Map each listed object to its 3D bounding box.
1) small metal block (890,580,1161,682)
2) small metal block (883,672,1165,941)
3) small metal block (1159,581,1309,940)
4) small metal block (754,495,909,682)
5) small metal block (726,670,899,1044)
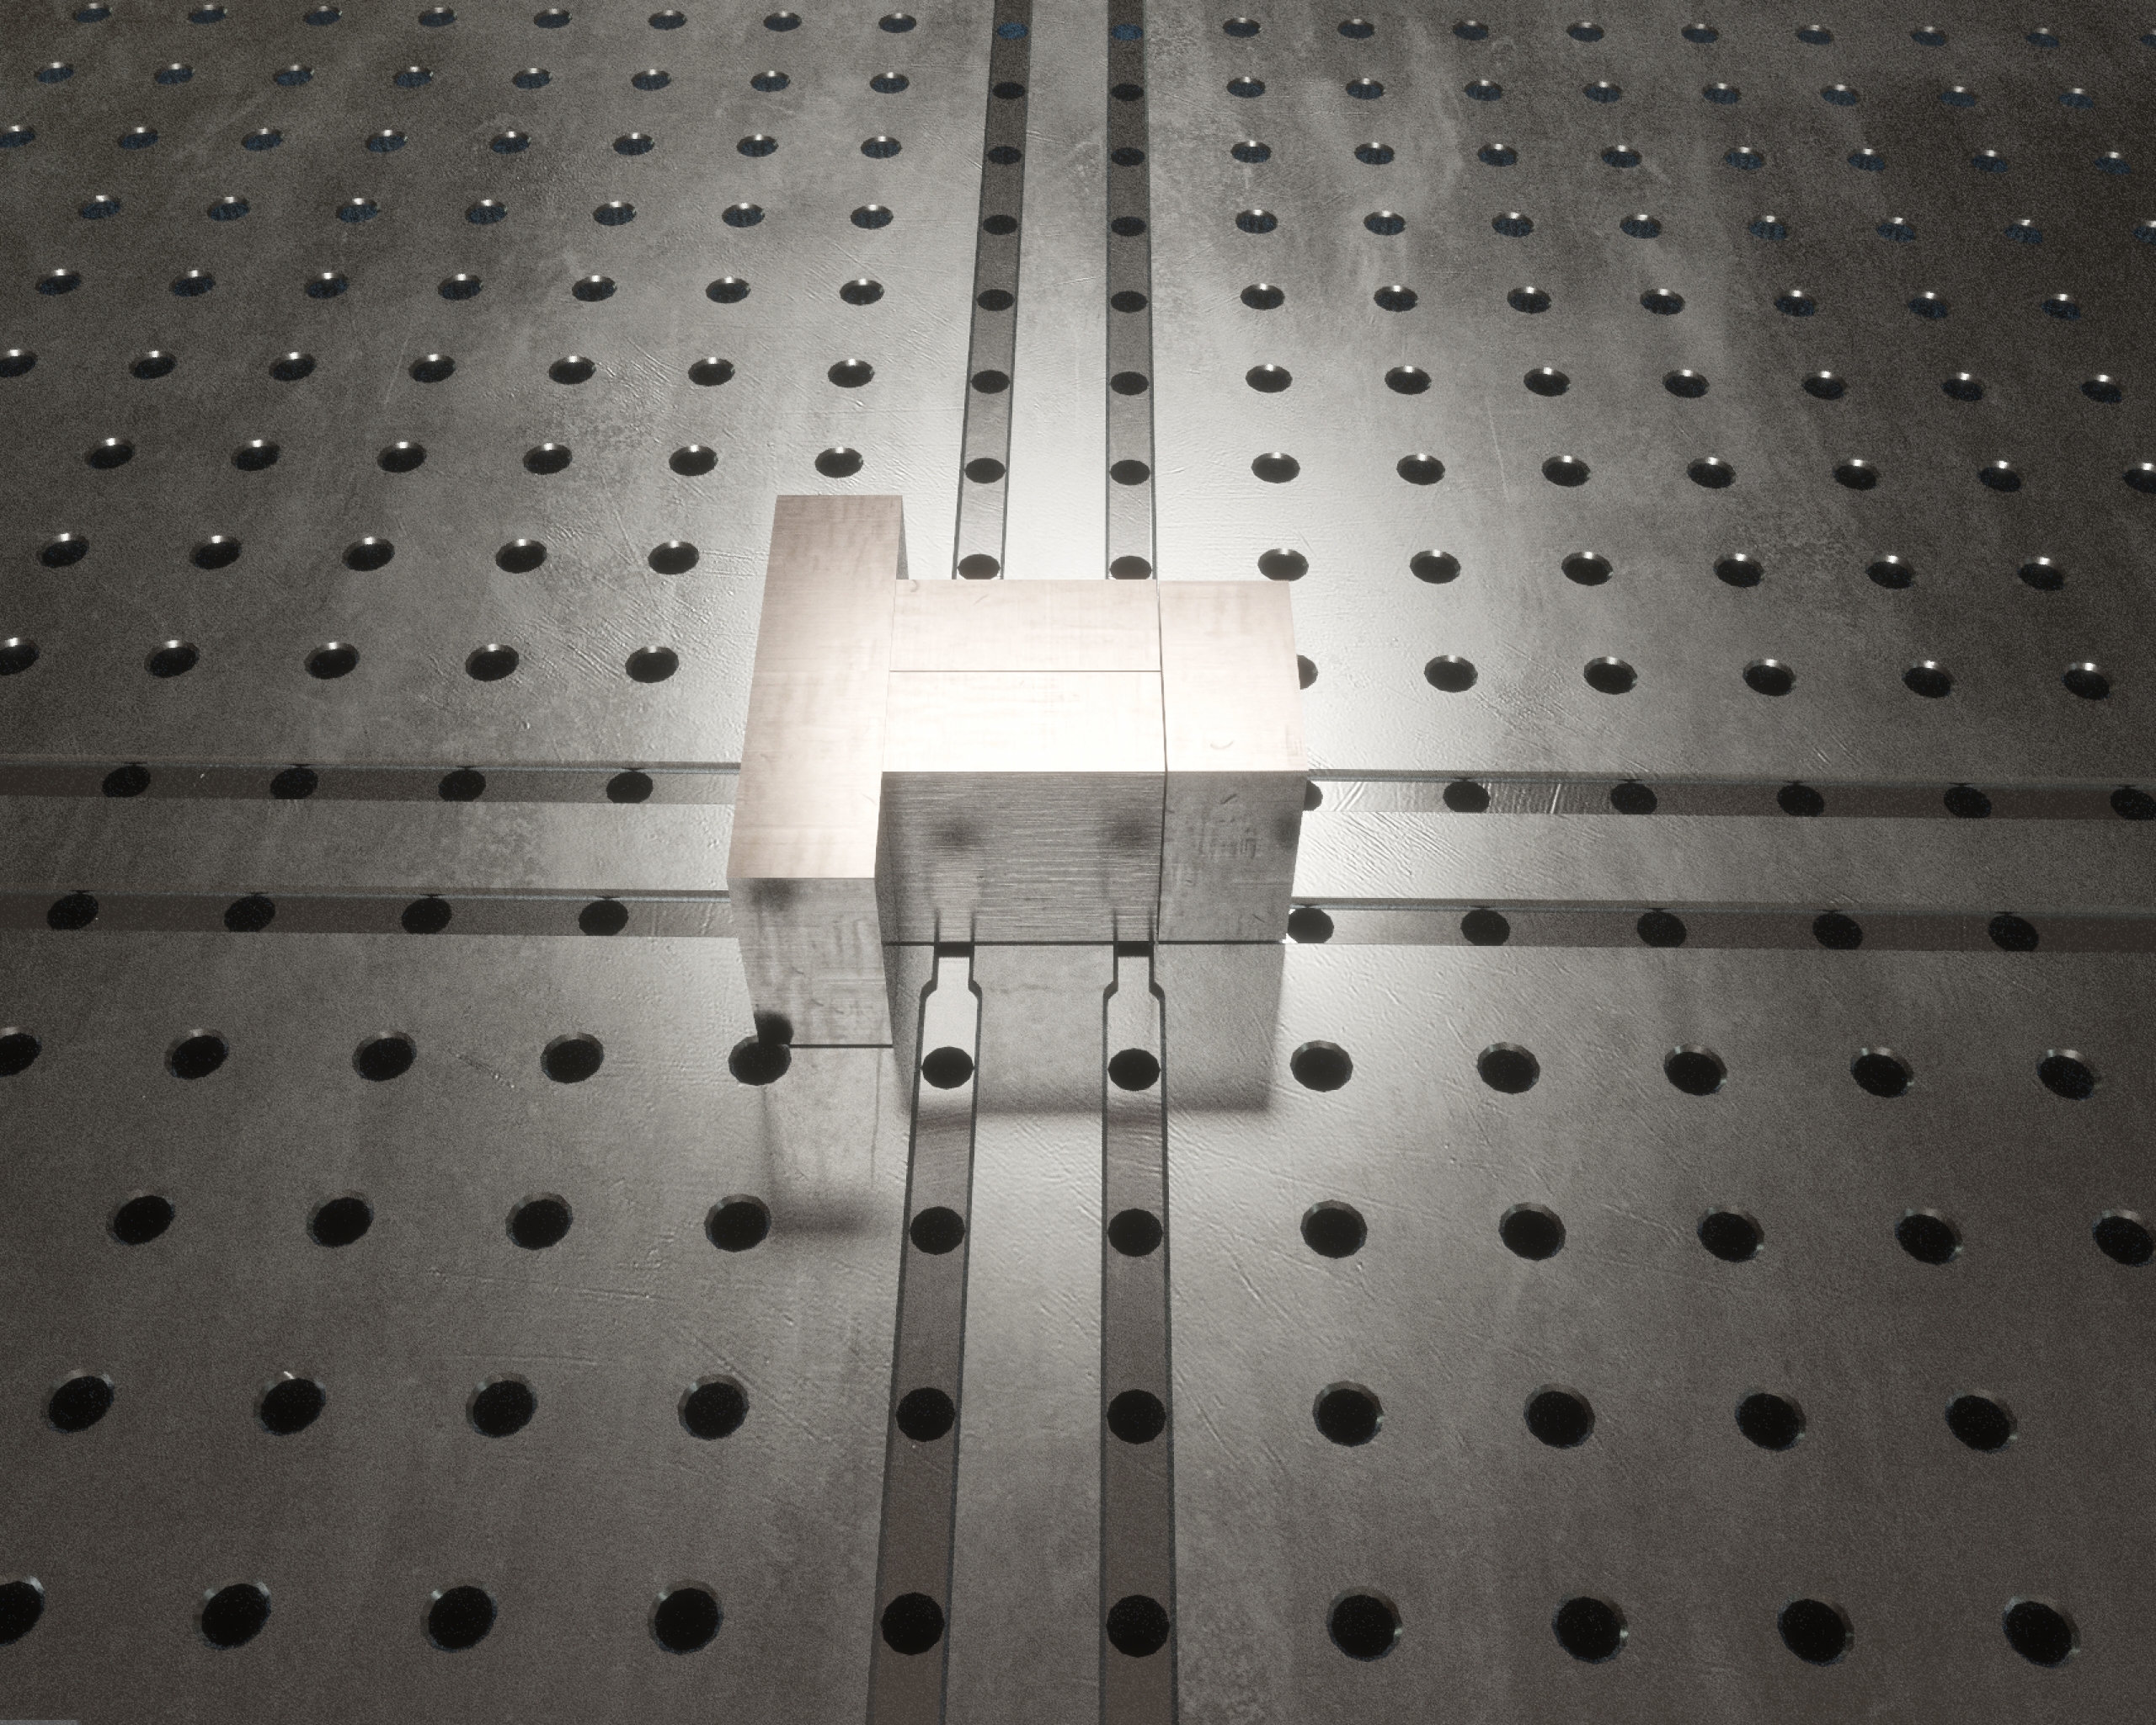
[{"bbox_3d":[-0.010,-0.029,0.415,0.050,0.050,0.025,0,50,-1],"label":"small metal block"},{"bbox_3d":[-0.010,-0.010,0.399,0.050,0.050,0.025,0,50,-1],"label":"small metal block"},{"bbox_3d":[0.028,-0.020,0.407,0.025,0.050,0.050,0,50,0],"label":"small metal block"},{"bbox_3d":[-0.048,-0.039,0.423,0.025,0.050,0.050,0,50,0],"label":"small metal block"},{"bbox_3d":[-0.048,-0.001,0.390,0.025,0.050,0.050,0,50,0],"label":"small metal block"}]
